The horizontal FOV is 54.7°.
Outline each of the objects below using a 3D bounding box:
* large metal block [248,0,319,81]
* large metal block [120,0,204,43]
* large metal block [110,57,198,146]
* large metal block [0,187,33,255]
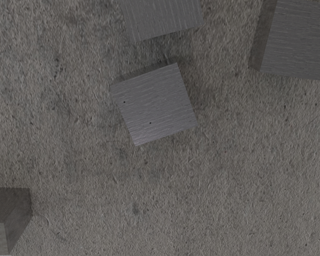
[{"bbox_3d":[0.157,-0.103,0.360,0.081,0.050,0.079,7,110,-3],"label":"large metal block"},{"bbox_3d":[-0.002,-0.146,0.342,0.080,0.050,0.080,-13,110,5],"label":"large metal block"},{"bbox_3d":[-0.006,-0.034,0.384,0.080,0.050,0.080,-19,109,6],"label":"large metal block"},{"bbox_3d":[-0.233,0.124,0.424,0.081,0.080,0.050,3,110,-1],"label":"large metal block"}]
